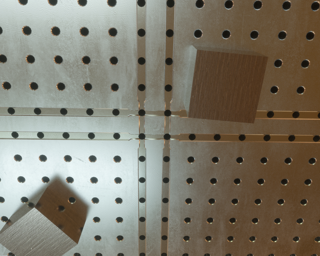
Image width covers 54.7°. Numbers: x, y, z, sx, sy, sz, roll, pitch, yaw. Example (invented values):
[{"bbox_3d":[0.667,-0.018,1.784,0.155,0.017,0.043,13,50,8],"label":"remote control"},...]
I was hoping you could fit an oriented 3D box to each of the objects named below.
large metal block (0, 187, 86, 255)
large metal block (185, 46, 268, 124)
[{"bbox_3d":[-0.172,0.149,0.453,0.080,0.050,0.080,-38,106,12],"label":"large metal block"},{"bbox_3d":[0.077,-0.055,0.381,0.081,0.050,0.079,5,110,-3],"label":"large metal block"}]
